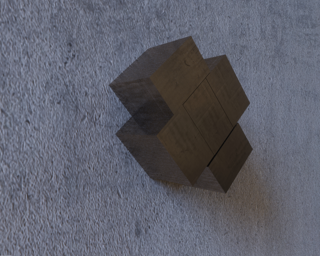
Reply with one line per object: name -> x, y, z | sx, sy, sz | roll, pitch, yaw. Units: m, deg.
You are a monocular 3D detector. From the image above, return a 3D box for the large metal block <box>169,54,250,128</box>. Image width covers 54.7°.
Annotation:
large metal block -> 0.063, -0.047, 0.426 | 0.050, 0.080, 0.080 | -50, 120, -28

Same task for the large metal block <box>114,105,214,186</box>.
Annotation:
large metal block -> 0.005, 0.020, 0.377 | 0.050, 0.080, 0.080 | -50, 120, -28

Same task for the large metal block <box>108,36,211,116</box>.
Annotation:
large metal block -> -0.001, -0.060, 0.372 | 0.080, 0.080, 0.050 | -50, 120, -29

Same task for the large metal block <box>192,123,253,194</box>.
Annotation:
large metal block -> 0.067, 0.038, 0.430 | 0.080, 0.080, 0.050 | -50, 120, -29

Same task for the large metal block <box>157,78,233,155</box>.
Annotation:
large metal block -> 0.034, -0.013, 0.402 | 0.050, 0.080, 0.080 | -50, 120, -28
